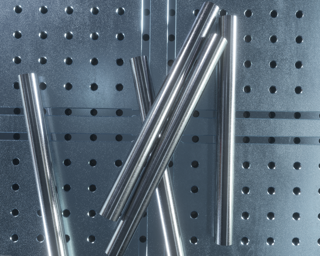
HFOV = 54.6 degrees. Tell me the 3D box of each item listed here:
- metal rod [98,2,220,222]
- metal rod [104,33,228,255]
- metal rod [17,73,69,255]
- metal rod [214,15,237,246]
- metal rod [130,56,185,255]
[{"bbox_3d":[0.003,-0.028,0.391,0.025,0.025,0.299,26,81,0],"label":"metal rod"},{"bbox_3d":[0.009,0.021,0.388,0.025,0.025,0.299,26,88,0],"label":"metal rod"},{"bbox_3d":[-0.151,0.077,0.412,0.025,0.025,0.298,-10,90,0],"label":"metal rod"},{"bbox_3d":[0.088,0.003,0.413,0.025,0.025,0.298,1,90,0],"label":"metal rod"},{"bbox_3d":[-0.001,0.054,0.413,0.025,0.025,0.299,-11,90,0],"label":"metal rod"}]
